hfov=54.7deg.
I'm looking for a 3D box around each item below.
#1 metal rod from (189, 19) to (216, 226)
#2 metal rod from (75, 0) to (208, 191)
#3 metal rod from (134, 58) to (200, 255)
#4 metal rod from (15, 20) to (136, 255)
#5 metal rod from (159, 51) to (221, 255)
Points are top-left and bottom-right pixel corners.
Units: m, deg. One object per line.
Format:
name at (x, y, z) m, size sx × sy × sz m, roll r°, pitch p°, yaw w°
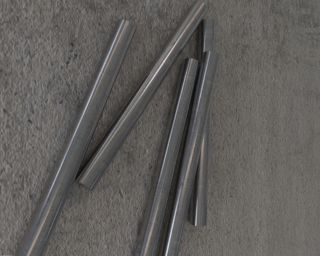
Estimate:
metal rod at (0.063, -0.010, 0.457) m, size 0.025 × 0.025 × 0.298 m, roll 5°, pitch 87°, yaw -40°
metal rod at (-0.013, -0.057, 0.393) m, size 0.025 × 0.025 × 0.300 m, roll 45°, pitch 63°, yaw -31°
metal rod at (0.009, 0.048, 0.411) m, size 0.025 × 0.025 × 0.299 m, roll 24°, pitch 75°, yaw -38°
metal rod at (-0.088, 0.015, 0.330) m, size 0.025 × 0.025 × 0.299 m, roll 31°, pitch 71°, yaw -36°
metal rod at (0.040, 0.042, 0.423) m, size 0.025 × 0.025 × 0.299 m, roll 17°, pitch 84°, yaw -39°
